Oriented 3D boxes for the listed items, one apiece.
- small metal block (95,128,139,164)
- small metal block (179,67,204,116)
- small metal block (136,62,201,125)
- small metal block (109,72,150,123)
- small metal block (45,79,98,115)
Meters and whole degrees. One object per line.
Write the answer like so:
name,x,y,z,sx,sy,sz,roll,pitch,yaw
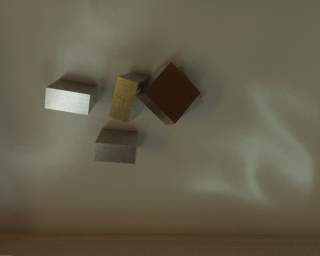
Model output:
small metal block,-0.055,0.023,0.406,0.050,0.050,0.025,5,110,-2
small metal block,0.020,-0.042,0.396,0.050,0.025,0.050,-33,107,11
small metal block,0.010,-0.039,0.358,0.050,0.025,0.050,44,71,-15
small metal block,-0.036,-0.039,0.381,0.025,0.050,0.050,19,110,8
small metal block,-0.108,-0.039,0.382,0.050,0.050,0.025,9,110,-4
